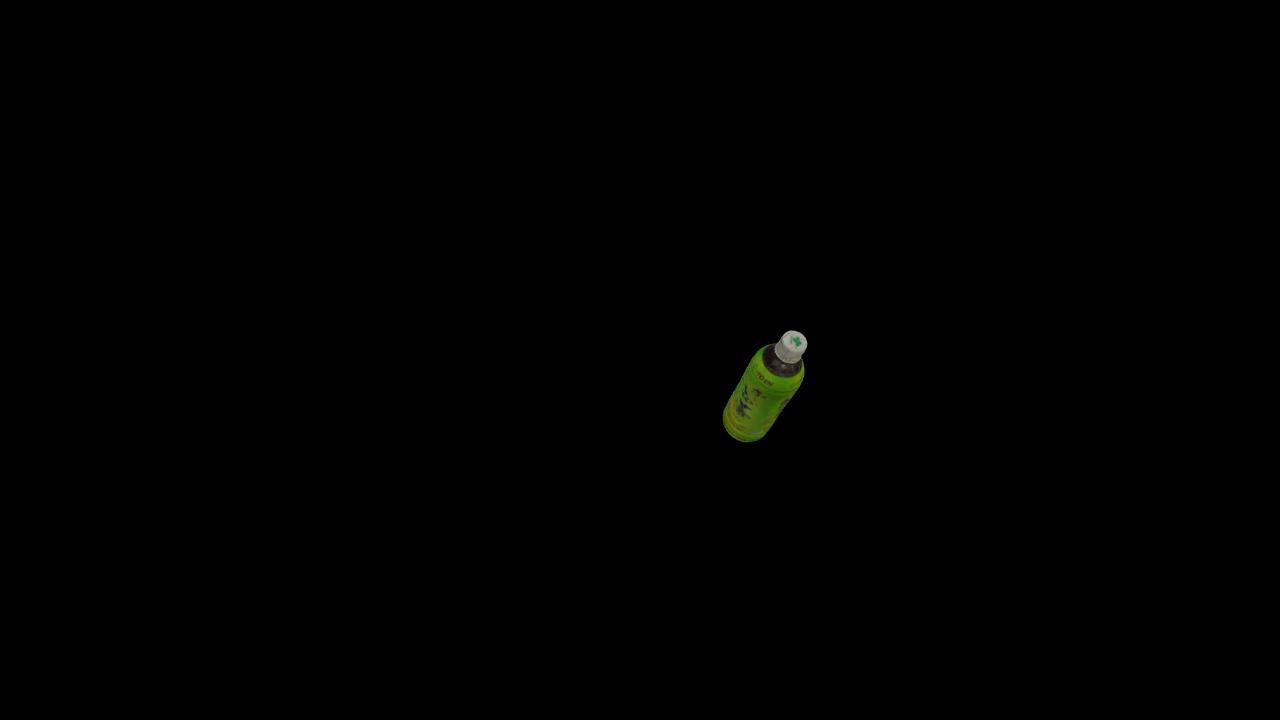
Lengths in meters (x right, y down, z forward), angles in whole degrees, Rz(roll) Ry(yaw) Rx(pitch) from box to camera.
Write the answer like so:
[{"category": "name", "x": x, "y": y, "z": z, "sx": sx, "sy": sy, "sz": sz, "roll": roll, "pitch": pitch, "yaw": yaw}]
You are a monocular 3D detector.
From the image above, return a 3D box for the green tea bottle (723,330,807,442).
[{"category": "green tea bottle", "x": 0.164, "y": 0.033, "z": 0.797, "sx": 0.073, "sy": 0.073, "sz": 0.212, "roll": 0, "pitch": -34, "yaw": -8}]
